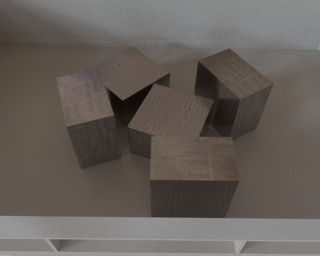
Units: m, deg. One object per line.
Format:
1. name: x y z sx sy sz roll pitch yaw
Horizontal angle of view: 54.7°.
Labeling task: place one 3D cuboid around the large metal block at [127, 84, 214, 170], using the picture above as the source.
1. large metal block: 0.015 -0.002 0.389 0.080 0.050 0.080 18 52 14

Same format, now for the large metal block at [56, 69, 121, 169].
1. large metal block: -0.085 -0.011 0.376 0.050 0.080 0.080 -15 52 -12

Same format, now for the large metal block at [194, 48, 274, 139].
1. large metal block: 0.090 -0.043 0.404 0.050 0.080 0.080 -25 55 -20

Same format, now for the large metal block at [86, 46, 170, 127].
1. large metal block: -0.043 -0.061 0.437 0.080 0.050 0.080 -35 59 -26

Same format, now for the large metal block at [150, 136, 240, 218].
1. large metal block: 0.031 0.053 0.324 0.081 0.080 0.050 1 50 0
